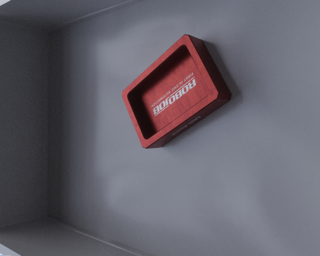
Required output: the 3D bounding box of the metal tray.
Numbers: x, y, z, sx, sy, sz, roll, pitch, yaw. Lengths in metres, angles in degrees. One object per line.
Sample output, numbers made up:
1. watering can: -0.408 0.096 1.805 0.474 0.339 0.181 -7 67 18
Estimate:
1. metal tray: 0.014 -0.041 0.392 0.130 0.030 0.090 -36 68 34
